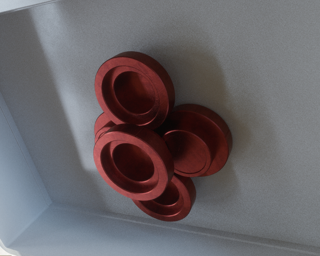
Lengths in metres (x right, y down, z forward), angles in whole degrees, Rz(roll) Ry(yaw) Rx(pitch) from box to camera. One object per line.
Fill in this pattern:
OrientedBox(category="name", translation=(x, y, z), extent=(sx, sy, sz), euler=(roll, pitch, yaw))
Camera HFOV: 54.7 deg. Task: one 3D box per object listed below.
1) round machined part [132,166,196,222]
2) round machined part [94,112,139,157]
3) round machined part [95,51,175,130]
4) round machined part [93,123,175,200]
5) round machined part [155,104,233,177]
OrientedBox(category="round machined part", translation=(0.005, 0.082, 0.442), extent=(0.098, 0.042, 0.097), euler=(13, 124, 20))
OrientedBox(category="round machined part", translation=(-0.051, 0.019, 0.432), extent=(0.098, 0.042, 0.097), euler=(13, 124, 20))
OrientedBox(category="round machined part", translation=(-0.027, -0.046, 0.379), extent=(0.098, 0.042, 0.097), euler=(13, 124, 20))
OrientedBox(category="round machined part", translation=(-0.028, 0.037, 0.376), extent=(0.098, 0.042, 0.097), euler=(13, 124, 20))
OrientedBox(category="round machined part", translation=(0.037, 0.022, 0.388), extent=(0.098, 0.042, 0.097), euler=(13, 124, 20))
